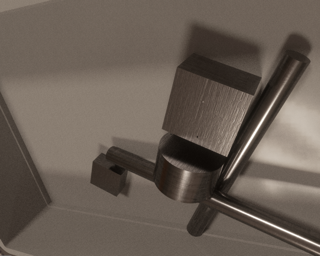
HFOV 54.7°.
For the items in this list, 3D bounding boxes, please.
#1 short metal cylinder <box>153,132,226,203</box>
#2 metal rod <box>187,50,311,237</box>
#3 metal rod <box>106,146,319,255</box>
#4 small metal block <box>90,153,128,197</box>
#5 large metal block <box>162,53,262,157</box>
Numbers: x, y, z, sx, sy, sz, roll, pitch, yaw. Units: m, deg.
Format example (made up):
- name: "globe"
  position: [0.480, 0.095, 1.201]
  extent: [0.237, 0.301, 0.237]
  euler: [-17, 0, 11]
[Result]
- name: "short metal cylinder"
  position: [0.035, 0.045, 0.382]
  extent: [0.080, 0.080, 0.050]
  euler: [21, 126, 15]
- name: "metal rod"
  position: [0.092, 0.044, 0.386]
  extent: [0.025, 0.025, 0.298]
  euler: [27, 128, 10]
- name: "metal rod"
  position: [0.052, 0.084, 0.402]
  extent: [0.300, 0.025, 0.025]
  euler: [20, 126, 27]
- name: "small metal block"
  position: [-0.081, 0.075, 0.496]
  extent: [0.050, 0.025, 0.050]
  euler: [24, 127, 12]
- name: "large metal block"
  position: [0.056, -0.027, 0.346]
  extent: [0.080, 0.050, 0.079]
  euler: [23, 127, 13]
